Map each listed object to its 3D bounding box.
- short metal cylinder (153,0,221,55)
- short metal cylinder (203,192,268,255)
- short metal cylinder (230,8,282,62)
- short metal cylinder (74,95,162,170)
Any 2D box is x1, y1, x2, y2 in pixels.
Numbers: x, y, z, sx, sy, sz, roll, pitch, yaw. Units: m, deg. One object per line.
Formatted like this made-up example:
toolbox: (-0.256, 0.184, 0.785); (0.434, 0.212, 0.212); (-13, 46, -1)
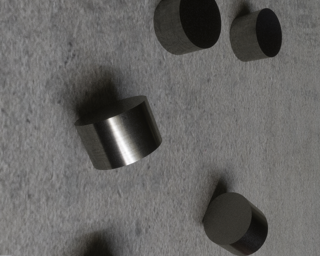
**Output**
short metal cylinder: (0.038, -0.144, 0.422); (0.081, 0.050, 0.079); (0, 90, -40)
short metal cylinder: (0.114, 0.145, 0.467); (0.050, 0.080, 0.080); (40, 65, -33)
short metal cylinder: (0.164, -0.157, 0.529); (0.081, 0.050, 0.079); (0, 90, -40)
short metal cylinder: (-0.044, 0.003, 0.334); (0.081, 0.080, 0.050); (-32, 111, -36)
